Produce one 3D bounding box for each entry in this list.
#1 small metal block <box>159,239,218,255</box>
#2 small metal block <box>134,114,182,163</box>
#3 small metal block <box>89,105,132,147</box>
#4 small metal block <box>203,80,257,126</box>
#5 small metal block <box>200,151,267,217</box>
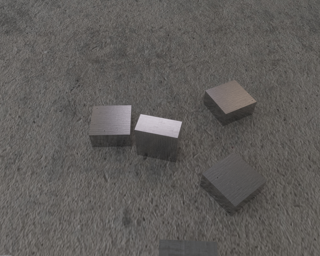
[{"bbox_3d":[0.024,0.124,0.283,0.050,0.050,0.025,2,50,2],"label":"small metal block"},{"bbox_3d":[-0.002,0.013,0.376,0.050,0.050,0.025,11,51,9],"label":"small metal block"},{"bbox_3d":[-0.063,-0.003,0.405,0.050,0.025,0.050,-1,50,-1],"label":"small metal block"},{"bbox_3d":[0.097,-0.036,0.434,0.050,0.025,0.050,-21,53,-17],"label":"small metal block"},{"bbox_3d":[0.082,0.062,0.351,0.050,0.025,0.050,-31,57,-23],"label":"small metal block"}]
